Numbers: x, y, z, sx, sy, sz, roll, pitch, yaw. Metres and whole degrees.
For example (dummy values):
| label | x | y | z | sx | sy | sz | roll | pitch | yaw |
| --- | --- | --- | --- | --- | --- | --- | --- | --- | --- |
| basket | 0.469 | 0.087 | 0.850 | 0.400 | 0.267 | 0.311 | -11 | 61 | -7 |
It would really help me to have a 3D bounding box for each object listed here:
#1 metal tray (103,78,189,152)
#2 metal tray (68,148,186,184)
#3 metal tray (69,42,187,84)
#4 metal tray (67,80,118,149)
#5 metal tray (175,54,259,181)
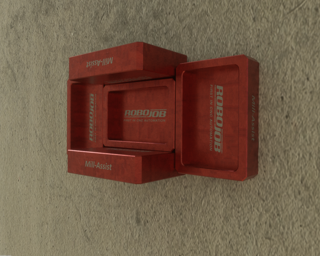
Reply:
| label | x | y | z | sx | sy | sz | roll | pitch | yaw |
| --- | --- | --- | --- | --- | --- | --- | --- | --- | --- |
| metal tray | -0.024 | -0.017 | 0.420 | 0.130 | 0.030 | 0.089 | 1 | 91 | 39 |
| metal tray | -0.044 | 0.043 | 0.396 | 0.130 | 0.091 | 0.030 | 1 | 91 | 39 |
| metal tray | -0.042 | -0.077 | 0.397 | 0.130 | 0.091 | 0.030 | 1 | 91 | 39 |
| metal tray | -0.108 | -0.017 | 0.490 | 0.090 | 0.030 | 0.129 | 1 | 90 | 39 |
| metal tray | 0.062 | -0.011 | 0.350 | 0.090 | 0.030 | 0.129 | 1 | 90 | 39 |
